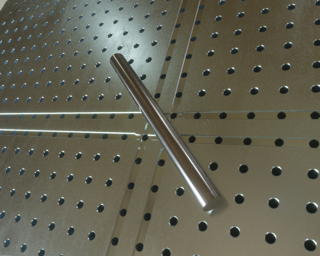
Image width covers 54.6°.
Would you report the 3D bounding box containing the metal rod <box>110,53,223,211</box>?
[{"bbox_3d":[-0.008,-0.016,0.424,0.025,0.025,0.300,-37,51,4],"label":"metal rod"}]
